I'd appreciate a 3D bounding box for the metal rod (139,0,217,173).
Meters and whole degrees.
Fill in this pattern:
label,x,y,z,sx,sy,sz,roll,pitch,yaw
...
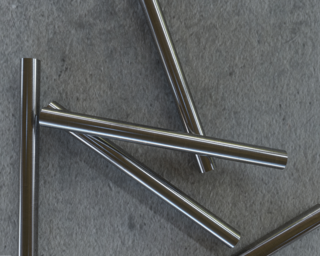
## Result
label,x,y,z,sx,sy,sz,roll,pitch,yaw
metal rod,0.014,-0.086,0.410,0.025,0.025,0.298,-19,90,0

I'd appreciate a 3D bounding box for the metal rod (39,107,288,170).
label,x,y,z,sx,sy,sz,roll,pitch,yaw
metal rod,0.005,0.013,0.384,0.302,0.025,0.025,10,90,-1

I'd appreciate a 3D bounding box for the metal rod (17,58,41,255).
label,x,y,z,sx,sy,sz,roll,pitch,yaw
metal rod,-0.173,0.060,0.407,0.025,0.025,0.298,1,90,-1

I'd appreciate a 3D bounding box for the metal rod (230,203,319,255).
label,x,y,z,sx,sy,sz,roll,pitch,yaw
metal rod,0.089,0.188,0.411,0.301,0.025,0.025,-31,90,-1

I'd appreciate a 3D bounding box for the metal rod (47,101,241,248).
label,x,y,z,sx,sy,sz,roll,pitch,yaw
metal rod,-0.023,0.062,0.409,0.301,0.025,0.025,35,90,-1
